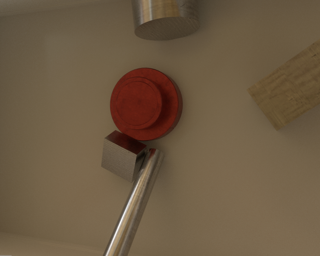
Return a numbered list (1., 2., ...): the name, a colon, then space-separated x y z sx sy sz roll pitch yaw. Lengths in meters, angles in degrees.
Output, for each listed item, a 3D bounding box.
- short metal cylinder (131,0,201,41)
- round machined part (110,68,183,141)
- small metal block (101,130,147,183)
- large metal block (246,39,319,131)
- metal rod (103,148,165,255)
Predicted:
1. short metal cylinder: 0.007 -0.144 0.378 0.080 0.080 0.050 -7 88 19
2. round machined part: -0.023 -0.031 0.409 0.098 0.042 0.097 0 90 19
3. small metal block: -0.049 0.038 0.416 0.050 0.025 0.050 25 126 18
4. large metal block: 0.144 -0.040 0.330 0.080 0.080 0.050 -36 79 16
5. metal rod: -0.052 0.147 0.327 0.025 0.025 0.300 8 51 19
